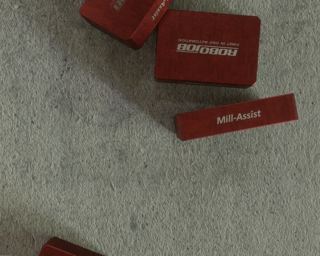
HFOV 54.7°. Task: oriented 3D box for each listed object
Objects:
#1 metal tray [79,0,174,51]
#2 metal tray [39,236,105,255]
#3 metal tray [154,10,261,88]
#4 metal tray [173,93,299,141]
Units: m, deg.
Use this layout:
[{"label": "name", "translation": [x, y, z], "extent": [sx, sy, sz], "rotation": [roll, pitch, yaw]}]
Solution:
[{"label": "metal tray", "translation": [-0.030, -0.174, 0.391], "extent": [0.090, 0.030, 0.130], "rotation": [34, 90, 22]}, {"label": "metal tray", "translation": [-0.129, 0.222, 0.406], "extent": [0.090, 0.030, 0.129], "rotation": [22, 90, 0]}, {"label": "metal tray", "translation": [0.061, -0.102, 0.408], "extent": [0.131, 0.030, 0.089], "rotation": [4, 90, 0]}, {"label": "metal tray", "translation": [0.085, -0.012, 0.377], "extent": [0.131, 0.090, 0.030], "rotation": [-10, 90, 0]}]
